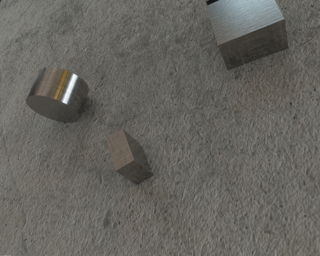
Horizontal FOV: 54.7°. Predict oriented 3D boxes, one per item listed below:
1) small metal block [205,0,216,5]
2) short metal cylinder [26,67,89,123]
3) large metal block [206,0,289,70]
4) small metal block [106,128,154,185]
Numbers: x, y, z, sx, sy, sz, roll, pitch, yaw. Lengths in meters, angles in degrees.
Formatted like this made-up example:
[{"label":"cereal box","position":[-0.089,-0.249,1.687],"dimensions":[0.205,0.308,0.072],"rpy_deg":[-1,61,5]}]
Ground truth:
[{"label":"small metal block","position":[0.095,-0.182,0.449],"dimensions":[0.050,0.050,0.025],"rpy_deg":[-20,54,16]},{"label":"short metal cylinder","position":[-0.157,-0.049,0.479],"dimensions":[0.080,0.080,0.050],"rpy_deg":[-1,61,27]},{"label":"large metal block","position":[0.114,-0.135,0.410],"dimensions":[0.080,0.050,0.080],"rpy_deg":[-19,55,17]},{"label":"small metal block","position":[-0.038,0.036,0.384],"dimensions":[0.025,0.050,0.050],"rpy_deg":[-31,52,8]}]
